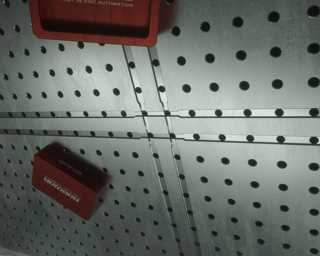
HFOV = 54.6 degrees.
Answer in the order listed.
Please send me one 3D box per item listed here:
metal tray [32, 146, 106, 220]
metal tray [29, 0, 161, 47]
[{"bbox_3d":[-0.168,0.100,0.559,0.130,0.030,0.089,30,128,9],"label":"metal tray"},{"bbox_3d":[-0.065,-0.137,0.321,0.131,0.030,0.089,3,124,-6],"label":"metal tray"}]
